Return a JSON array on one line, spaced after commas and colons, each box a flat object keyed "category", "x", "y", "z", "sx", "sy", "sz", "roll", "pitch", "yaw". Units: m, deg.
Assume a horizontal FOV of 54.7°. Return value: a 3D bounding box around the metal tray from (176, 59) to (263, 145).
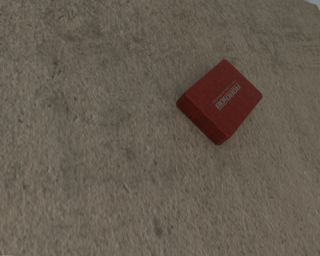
[{"category": "metal tray", "x": 0.096, "y": -0.044, "z": 0.481, "sx": 0.090, "sy": 0.030, "sz": 0.131, "roll": 45, "pitch": 51, "yaw": 3}]
